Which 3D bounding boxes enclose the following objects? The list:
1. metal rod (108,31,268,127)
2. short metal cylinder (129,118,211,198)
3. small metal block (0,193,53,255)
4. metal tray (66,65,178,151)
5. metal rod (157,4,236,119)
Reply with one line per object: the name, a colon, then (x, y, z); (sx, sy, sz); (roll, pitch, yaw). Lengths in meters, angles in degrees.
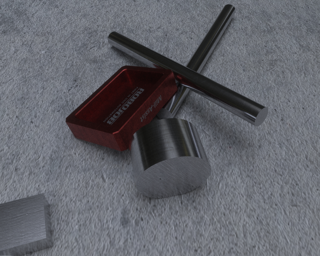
metal rod: (0.018, -0.083, 0.442); (0.025, 0.025, 0.300); (-34, 49, -25)
short metal cylinder: (0.010, 0.034, 0.339); (0.081, 0.080, 0.050); (-9, 51, -8)
small metal block: (-0.141, 0.101, 0.317); (0.050, 0.025, 0.050); (-13, 51, -11)
metal tray: (-0.047, -0.033, 0.409); (0.090, 0.030, 0.130); (13, 49, 33)
metal rod: (0.069, -0.122, 0.506); (0.025, 0.025, 0.301); (20, 53, 15)
